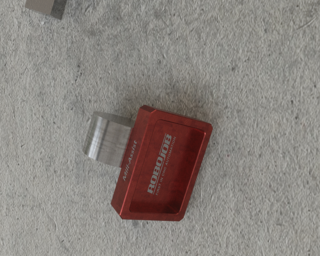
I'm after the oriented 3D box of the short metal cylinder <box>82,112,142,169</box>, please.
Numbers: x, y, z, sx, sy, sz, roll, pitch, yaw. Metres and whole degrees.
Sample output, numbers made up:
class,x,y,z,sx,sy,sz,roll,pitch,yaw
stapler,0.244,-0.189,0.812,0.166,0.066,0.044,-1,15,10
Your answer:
class,x,y,z,sx,sy,sz,roll,pitch,yaw
short metal cylinder,-0.053,0.014,0.398,0.080,0.080,0.050,20,97,19

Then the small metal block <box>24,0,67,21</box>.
class,x,y,z,sx,sy,sz,roll,pitch,yaw
small metal block,-0.170,-0.197,0.469,0.050,0.025,0.050,22,97,18

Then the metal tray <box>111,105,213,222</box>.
class,x,y,z,sx,sy,sz,roll,pitch,yaw
metal tray,0.003,0.045,0.373,0.030,0.091,0.129,27,101,57
